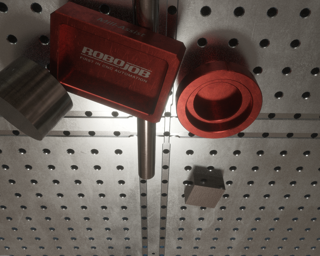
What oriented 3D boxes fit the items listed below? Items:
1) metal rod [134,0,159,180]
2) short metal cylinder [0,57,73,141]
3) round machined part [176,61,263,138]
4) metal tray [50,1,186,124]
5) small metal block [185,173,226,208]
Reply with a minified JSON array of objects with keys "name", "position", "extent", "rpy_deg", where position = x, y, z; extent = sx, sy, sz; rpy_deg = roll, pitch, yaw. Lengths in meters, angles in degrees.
[{"name":"metal rod","position":[-0.016,-0.045,0.373],"extent":[0.025,0.025,0.298],"rpy_deg":[1,130,-1]},{"name":"short metal cylinder","position":[-0.145,-0.031,0.342],"extent":[0.080,0.050,0.080],"rpy_deg":[28,153,16]},{"name":"round machined part","position":[0.067,-0.037,0.370],"extent":[0.099,0.042,0.097],"rpy_deg":[-1,130,0]},{"name":"metal tray","position":[-0.048,-0.066,0.327],"extent":[0.131,0.030,0.089],"rpy_deg":[20,132,1]},{"name":"small metal block","position":[0.071,0.101,0.499],"extent":[0.050,0.025,0.050],"rpy_deg":[11,129,-10]}]
